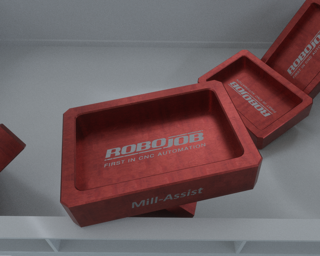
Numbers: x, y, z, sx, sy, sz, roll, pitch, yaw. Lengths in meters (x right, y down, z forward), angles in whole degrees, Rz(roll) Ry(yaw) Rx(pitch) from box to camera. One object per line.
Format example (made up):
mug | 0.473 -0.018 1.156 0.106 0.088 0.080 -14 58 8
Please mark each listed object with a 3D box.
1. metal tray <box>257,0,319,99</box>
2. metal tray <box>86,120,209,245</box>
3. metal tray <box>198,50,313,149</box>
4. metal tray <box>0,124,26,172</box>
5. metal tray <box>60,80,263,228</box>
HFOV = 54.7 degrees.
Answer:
metal tray | 0.208 -0.106 0.434 0.030 0.129 0.090 6 36 -49
metal tray | -0.014 0.054 0.296 0.030 0.129 0.090 36 47 -20
metal tray | 0.126 -0.044 0.426 0.090 0.030 0.130 -34 57 -9
metal tray | -0.195 0.047 0.306 0.130 0.030 0.090 -16 31 48
metal tray | -0.004 0.014 0.232 0.131 0.030 0.090 -12 47 -4
